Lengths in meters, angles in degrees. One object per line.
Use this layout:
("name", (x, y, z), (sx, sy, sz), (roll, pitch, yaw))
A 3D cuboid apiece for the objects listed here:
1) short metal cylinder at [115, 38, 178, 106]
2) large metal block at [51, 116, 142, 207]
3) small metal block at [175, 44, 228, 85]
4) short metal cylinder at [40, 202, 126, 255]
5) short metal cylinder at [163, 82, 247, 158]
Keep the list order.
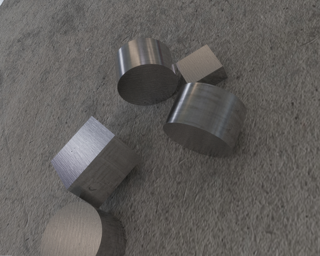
("short metal cylinder", (-0.020, -0.075, 0.425), (0.080, 0.080, 0.050), (-21, 54, 15))
("large metal block", (-0.083, 0.040, 0.394), (0.080, 0.050, 0.080), (-49, 36, -7))
("small metal block", (0.056, -0.079, 0.423), (0.050, 0.025, 0.050), (-31, 52, 8))
("short metal cylinder", (-0.086, 0.130, 0.353), (0.080, 0.050, 0.080), (-13, 57, 21))
("short metal cylinder", (0.050, -0.007, 0.347), (0.080, 0.080, 0.050), (12, 68, 33))
